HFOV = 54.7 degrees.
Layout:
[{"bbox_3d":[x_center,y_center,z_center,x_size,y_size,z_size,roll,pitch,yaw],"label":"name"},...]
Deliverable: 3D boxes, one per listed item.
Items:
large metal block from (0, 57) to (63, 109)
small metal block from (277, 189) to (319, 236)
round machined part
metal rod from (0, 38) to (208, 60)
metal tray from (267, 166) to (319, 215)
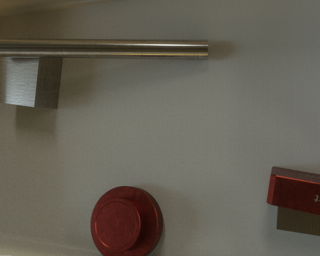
[{"bbox_3d":[-0.199,-0.074,0.466,0.080,0.050,0.079,8,93,19],"label":"large metal block"},{"bbox_3d":[0.161,0.091,0.354,0.050,0.025,0.050,4,91,19],"label":"small metal block"},{"bbox_3d":[-0.049,0.126,0.406,0.098,0.042,0.098,-5,75,19],"label":"round machined part"},{"bbox_3d":[-0.090,-0.104,0.406,0.302,0.025,0.025,2,91,6],"label":"metal rod"},{"bbox_3d":[0.183,0.070,0.324,0.130,0.090,0.030,9,92,21],"label":"metal tray"}]
